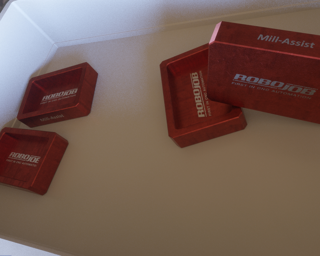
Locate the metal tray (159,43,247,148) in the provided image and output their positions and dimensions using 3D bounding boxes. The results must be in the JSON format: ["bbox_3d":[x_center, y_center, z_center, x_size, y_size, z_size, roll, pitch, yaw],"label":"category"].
[{"bbox_3d":[0.052,-0.047,0.403,0.090,0.030,0.130,-18,54,17],"label":"metal tray"}]

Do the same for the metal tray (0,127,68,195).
[{"bbox_3d":[-0.216,0.048,0.486,0.130,0.030,0.090,4,64,30],"label":"metal tray"}]

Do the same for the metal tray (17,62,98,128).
[{"bbox_3d":[-0.174,-0.055,0.528,0.130,0.030,0.090,-10,57,23],"label":"metal tray"}]

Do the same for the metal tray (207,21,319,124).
[{"bbox_3d":[0.115,-0.053,0.311,0.130,0.090,0.030,14,60,15],"label":"metal tray"}]
